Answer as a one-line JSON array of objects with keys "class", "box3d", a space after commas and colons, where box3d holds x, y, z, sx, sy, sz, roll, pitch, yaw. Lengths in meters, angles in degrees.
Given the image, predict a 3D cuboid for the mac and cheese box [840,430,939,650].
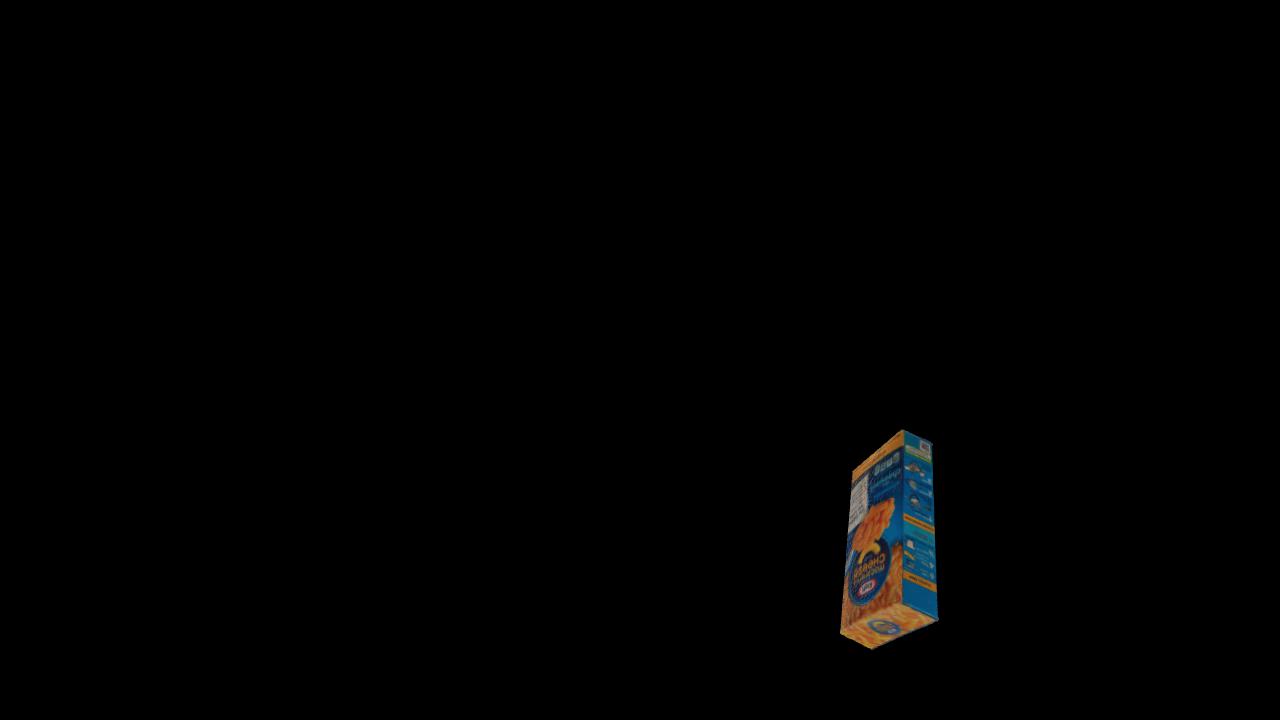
[{"class": "mac and cheese box", "box3d": [0.235, 0.164, 0.582, 0.041, 0.184, 0.093, 26, -43, -3]}]
